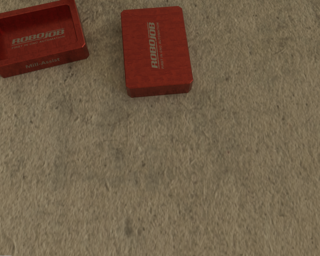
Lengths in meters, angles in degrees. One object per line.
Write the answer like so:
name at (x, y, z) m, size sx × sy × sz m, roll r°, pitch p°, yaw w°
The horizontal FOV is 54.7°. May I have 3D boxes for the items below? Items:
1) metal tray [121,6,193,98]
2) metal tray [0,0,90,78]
metal tray at (-0.006, -0.111, 0.446) m, size 0.091 × 0.030 × 0.129 m, roll -5°, pitch 70°, yaw -3°
metal tray at (-0.178, -0.132, 0.451) m, size 0.131 × 0.030 × 0.090 m, roll -15°, pitch 71°, yaw -6°
